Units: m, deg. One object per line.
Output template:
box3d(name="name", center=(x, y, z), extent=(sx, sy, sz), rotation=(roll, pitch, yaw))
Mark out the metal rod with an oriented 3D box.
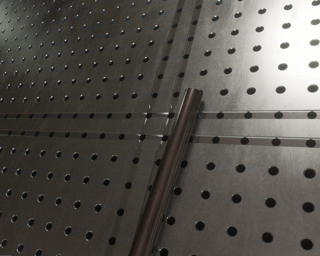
box3d(name="metal rod", center=(-0.002, 0.085, 0.356), extent=(0.025, 0.025, 0.300), rotation=(6, 65, 30))
